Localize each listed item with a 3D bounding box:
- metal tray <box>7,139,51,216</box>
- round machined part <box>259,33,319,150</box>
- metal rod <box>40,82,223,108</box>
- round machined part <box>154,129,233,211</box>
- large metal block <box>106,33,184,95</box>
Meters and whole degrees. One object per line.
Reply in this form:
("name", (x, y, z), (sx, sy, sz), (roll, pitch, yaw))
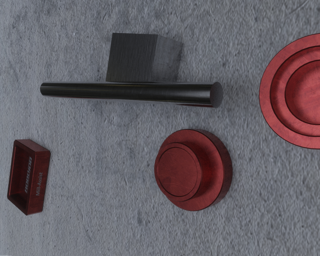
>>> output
("metal tray", (-0.264, 0.096, 0.619), (0.090, 0.030, 0.129), (19, 102, 38))
("round machined part", (0.144, -0.031, 0.275), (0.098, 0.042, 0.097), (0, 90, 40))
("metal rod", (-0.061, -0.046, 0.390), (0.300, 0.025, 0.025), (7, 95, 39))
("round machined part", (0.032, 0.050, 0.368), (0.098, 0.042, 0.097), (0, 90, 40))
("large metal block", (-0.023, -0.078, 0.408), (0.080, 0.050, 0.079), (16, 100, 39))
